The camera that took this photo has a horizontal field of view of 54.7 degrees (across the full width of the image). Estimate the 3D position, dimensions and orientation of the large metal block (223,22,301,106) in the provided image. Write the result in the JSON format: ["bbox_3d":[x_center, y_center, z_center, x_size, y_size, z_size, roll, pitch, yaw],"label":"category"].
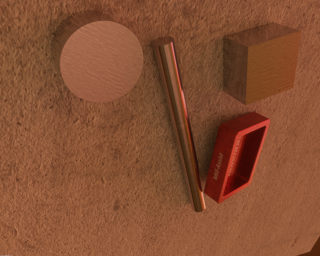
[{"bbox_3d":[0.132,-0.086,0.412,0.081,0.050,0.079,-20,126,-17],"label":"large metal block"}]

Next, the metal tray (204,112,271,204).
[{"bbox_3d":[0.120,0.046,0.484,0.091,0.030,0.129,-18,127,-38],"label":"metal tray"}]

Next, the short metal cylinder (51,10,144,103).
[{"bbox_3d":[-0.064,-0.072,0.312,0.081,0.050,0.079,-14,125,-21],"label":"short metal cylinder"}]

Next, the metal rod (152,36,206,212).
[{"bbox_3d":[0.035,0.017,0.438,0.025,0.025,0.298,-25,128,-13],"label":"metal rod"}]
